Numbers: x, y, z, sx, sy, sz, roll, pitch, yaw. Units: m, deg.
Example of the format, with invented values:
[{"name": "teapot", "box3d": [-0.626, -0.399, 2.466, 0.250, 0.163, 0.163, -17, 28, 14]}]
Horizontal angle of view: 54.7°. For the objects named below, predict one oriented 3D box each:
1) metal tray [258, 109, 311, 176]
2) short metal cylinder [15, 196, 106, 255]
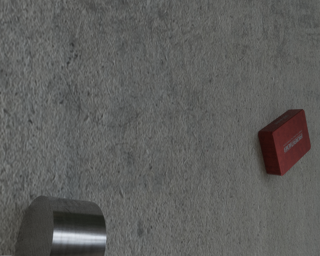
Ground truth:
[{"name": "metal tray", "box3d": [0.248, 0.025, 0.609, 0.131, 0.030, 0.089, -27, 107, -37]}, {"name": "short metal cylinder", "box3d": [-0.094, 0.107, 0.290, 0.050, 0.080, 0.080, 19, 78, -39]}]
